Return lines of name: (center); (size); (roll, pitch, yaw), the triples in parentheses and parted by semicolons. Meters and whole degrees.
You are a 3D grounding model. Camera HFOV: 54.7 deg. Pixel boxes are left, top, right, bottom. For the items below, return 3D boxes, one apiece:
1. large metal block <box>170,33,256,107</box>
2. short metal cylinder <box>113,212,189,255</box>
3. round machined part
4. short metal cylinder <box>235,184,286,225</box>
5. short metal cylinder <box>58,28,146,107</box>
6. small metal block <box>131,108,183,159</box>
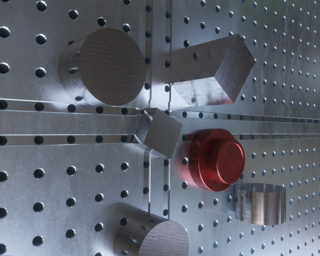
large metal block: (0.074, -0.078, 0.435); (0.050, 0.080, 0.080); (46, 63, -31)
short metal cylinder: (-0.010, 0.150, 0.384); (0.081, 0.050, 0.080); (0, 90, -40)
round machined part: (0.094, 0.050, 0.477); (0.099, 0.042, 0.097); (-1, 91, -40)
short metal cylinder: (0.165, 0.123, 0.512); (0.081, 0.080, 0.050); (0, 90, -40)
short metal cylinder: (-0.063, -0.063, 0.340); (0.081, 0.050, 0.080); (0, 90, -40)
small metal block: (-0.003, 0.007, 0.407); (0.050, 0.025, 0.050); (32, 70, -36)
